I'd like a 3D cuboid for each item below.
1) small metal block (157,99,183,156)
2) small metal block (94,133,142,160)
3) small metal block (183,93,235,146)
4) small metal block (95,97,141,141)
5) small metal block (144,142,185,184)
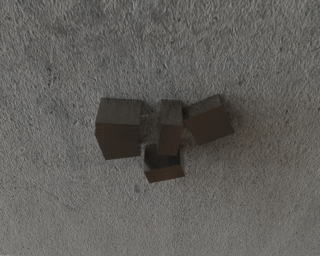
[{"bbox_3d":[0.011,-0.001,0.390,0.025,0.050,0.050,5,130,-4],"label":"small metal block"},{"bbox_3d":[-0.055,0.015,0.419,0.050,0.025,0.050,-8,130,6],"label":"small metal block"},{"bbox_3d":[0.063,-0.010,0.400,0.050,0.025,0.050,-22,127,17],"label":"small metal block"},{"bbox_3d":[-0.050,-0.012,0.380,0.050,0.050,0.025,3,130,-3],"label":"small metal block"},{"bbox_3d":[0.006,0.045,0.429,0.050,0.050,0.025,-13,129,10],"label":"small metal block"}]
